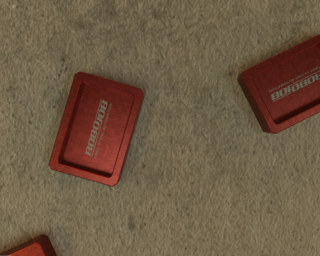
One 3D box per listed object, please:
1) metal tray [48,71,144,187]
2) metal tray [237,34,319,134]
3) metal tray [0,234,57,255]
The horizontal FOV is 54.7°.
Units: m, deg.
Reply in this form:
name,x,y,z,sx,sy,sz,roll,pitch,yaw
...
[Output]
name,x,y,z,sx,sy,sz,roll,pitch,yaw
metal tray,-0.081,0.001,0.406,0.091,0.030,0.129,16,90,-1
metal tray,0.182,-0.059,0.409,0.131,0.030,0.090,-26,90,-1
metal tray,-0.168,0.220,0.405,0.090,0.030,0.129,-25,90,-1
